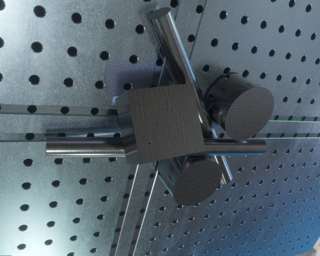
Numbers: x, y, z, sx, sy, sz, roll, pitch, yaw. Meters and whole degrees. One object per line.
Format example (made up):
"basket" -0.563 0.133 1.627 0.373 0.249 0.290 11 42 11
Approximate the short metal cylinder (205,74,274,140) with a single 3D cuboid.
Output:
"short metal cylinder" 0.110 -0.030 0.433 0.081 0.050 0.079 -14 124 -21

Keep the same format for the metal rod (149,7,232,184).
"metal rod" 0.054 -0.020 0.425 0.025 0.025 0.299 -33 129 -7

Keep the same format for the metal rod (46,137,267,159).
"metal rod" 0.011 0.025 0.407 0.303 0.025 0.025 1 118 -22

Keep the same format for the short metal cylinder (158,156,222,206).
"short metal cylinder" 0.043 0.067 0.456 0.081 0.050 0.079 -14 124 -21

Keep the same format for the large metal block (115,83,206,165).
"large metal block" -0.001 -0.004 0.364 0.081 0.050 0.080 -10 88 -23
